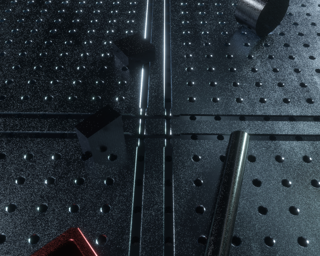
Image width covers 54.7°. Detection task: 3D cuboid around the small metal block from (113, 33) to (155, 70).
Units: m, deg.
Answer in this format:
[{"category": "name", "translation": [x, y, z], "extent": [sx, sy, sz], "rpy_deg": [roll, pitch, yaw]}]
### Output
[{"category": "small metal block", "translation": [-0.043, -0.128, 0.515], "extent": [0.050, 0.025, 0.050], "rpy_deg": [-27, 55, -21]}]

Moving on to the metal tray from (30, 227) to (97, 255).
[{"category": "metal tray", "translation": [-0.105, 0.162, 0.266], "extent": [0.131, 0.030, 0.090], "rpy_deg": [-32, 57, -25]}]

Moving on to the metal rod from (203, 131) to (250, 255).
[{"category": "metal rod", "translation": [0.057, 0.121, 0.306], "extent": [0.025, 0.025, 0.300], "rpy_deg": [14, 51, 11]}]

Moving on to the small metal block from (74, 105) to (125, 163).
[{"category": "small metal block", "translation": [-0.073, 0.007, 0.384], "extent": [0.025, 0.050, 0.050], "rpy_deg": [37, 59, 26]}]

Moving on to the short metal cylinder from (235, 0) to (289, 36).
[{"category": "short metal cylinder", "translation": [0.182, -0.212, 0.553], "extent": [0.081, 0.080, 0.050], "rpy_deg": [-29, 56, -22]}]
